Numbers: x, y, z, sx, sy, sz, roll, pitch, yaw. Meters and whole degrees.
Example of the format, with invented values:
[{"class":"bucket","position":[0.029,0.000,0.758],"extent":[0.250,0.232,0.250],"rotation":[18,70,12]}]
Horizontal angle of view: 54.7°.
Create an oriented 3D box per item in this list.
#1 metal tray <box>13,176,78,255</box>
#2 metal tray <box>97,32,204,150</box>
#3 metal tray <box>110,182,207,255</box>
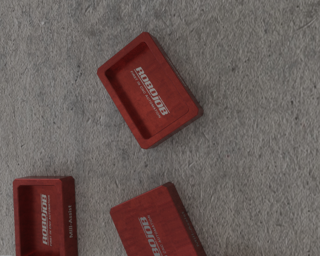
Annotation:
[{"class":"metal tray","position":[-0.173,0.139,0.467],"extent":[0.090,0.030,0.129],"rotation":[-3,89,19]},{"class":"metal tray","position":[-0.015,-0.048,0.411],"extent":[0.090,0.030,0.130],"rotation":[-35,79,16]},{"class":"metal tray","position":[0.000,0.148,0.406],"extent":[0.090,0.030,0.130],"rotation":[-28,81,17]}]
